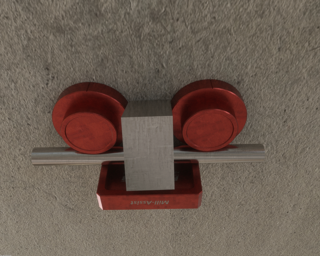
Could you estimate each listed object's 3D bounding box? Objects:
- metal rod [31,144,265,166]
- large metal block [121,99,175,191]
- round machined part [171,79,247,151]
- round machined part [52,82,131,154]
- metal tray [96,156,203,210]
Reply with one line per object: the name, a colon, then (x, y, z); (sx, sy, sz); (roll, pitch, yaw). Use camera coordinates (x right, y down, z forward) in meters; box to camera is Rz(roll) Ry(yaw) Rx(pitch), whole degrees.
metal rod: (-0.015, 0.036, 0.412); (0.302, 0.025, 0.025); (-1, 130, 0)
large metal block: (-0.011, 0.016, 0.350); (0.050, 0.080, 0.079); (-2, 107, 0)
round machined part: (0.060, -0.009, 0.390); (0.099, 0.042, 0.097); (-1, 130, 0)
round machined part: (-0.086, -0.005, 0.389); (0.099, 0.042, 0.097); (-1, 130, 0)
metal tray: (-0.013, 0.064, 0.420); (0.131, 0.090, 0.030); (-1, 130, 0)
